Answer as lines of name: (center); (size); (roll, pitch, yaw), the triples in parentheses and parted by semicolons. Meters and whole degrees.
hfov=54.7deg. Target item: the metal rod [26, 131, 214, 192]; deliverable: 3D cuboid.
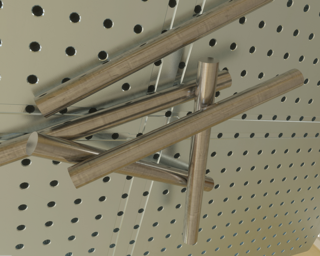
metal rod: (-0.025, 0.054, 0.414); (0.302, 0.025, 0.025); (20, 108, -42)

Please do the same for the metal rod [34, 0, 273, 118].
metal rod: (0.002, -0.094, 0.355); (0.302, 0.025, 0.025); (-29, 129, -10)

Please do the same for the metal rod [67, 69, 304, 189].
metal rod: (0.041, -0.005, 0.364); (0.302, 0.025, 0.025); (-24, 127, -13)

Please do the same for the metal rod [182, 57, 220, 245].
metal rod: (0.053, 0.051, 0.435); (0.025, 0.025, 0.298); (-11, 122, -23)

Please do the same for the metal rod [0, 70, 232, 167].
metal rod: (-0.045, -0.018, 0.376); (0.302, 0.025, 0.025); (-20, 126, -17)
